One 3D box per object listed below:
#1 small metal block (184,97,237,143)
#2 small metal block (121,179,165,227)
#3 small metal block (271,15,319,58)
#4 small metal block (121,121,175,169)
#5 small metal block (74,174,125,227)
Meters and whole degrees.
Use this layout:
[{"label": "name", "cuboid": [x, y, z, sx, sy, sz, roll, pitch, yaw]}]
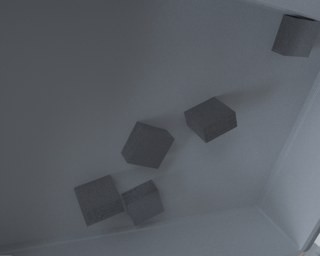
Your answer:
[{"label": "small metal block", "cuboid": [0.069, -0.012, 0.425, 0.050, 0.050, 0.025, -27, 128, -12]}, {"label": "small metal block", "cuboid": [-0.025, 0.113, 0.466, 0.050, 0.025, 0.050, -25, 128, -14]}, {"label": "small metal block", "cuboid": [0.192, -0.129, 0.437, 0.050, 0.025, 0.050, -4, 120, -27]}, {"label": "small metal block", "cuboid": [-0.016, 0.024, 0.416, 0.050, 0.025, 0.050, 16, 110, -35]}, {"label": "small metal block", "cuboid": [-0.081, 0.094, 0.408, 0.050, 0.050, 0.025, -19, 126, -18]}]
